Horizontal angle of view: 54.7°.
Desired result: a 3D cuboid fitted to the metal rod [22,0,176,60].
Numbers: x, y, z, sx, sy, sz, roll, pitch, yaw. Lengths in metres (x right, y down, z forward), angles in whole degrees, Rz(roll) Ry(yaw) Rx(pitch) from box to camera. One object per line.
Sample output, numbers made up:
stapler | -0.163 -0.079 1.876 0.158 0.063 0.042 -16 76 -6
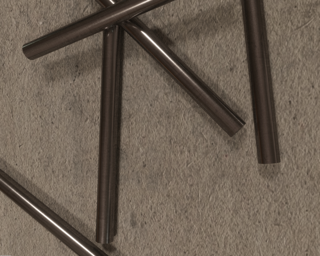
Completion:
metal rod | -0.056 -0.147 0.400 0.300 0.025 0.025 -15 85 21

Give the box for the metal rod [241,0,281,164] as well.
metal rod | 0.114 -0.108 0.368 0.025 0.025 0.298 -6 88 19

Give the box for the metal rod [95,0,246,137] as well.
metal rod | -0.004 -0.104 0.409 0.025 0.025 0.300 -46 76 14

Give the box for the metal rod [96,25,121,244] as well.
metal rod | -0.072 0.009 0.433 0.025 0.025 0.298 2 91 19

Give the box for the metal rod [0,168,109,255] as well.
metal rod | -0.168 0.137 0.466 0.300 0.025 0.025 32 100 16
